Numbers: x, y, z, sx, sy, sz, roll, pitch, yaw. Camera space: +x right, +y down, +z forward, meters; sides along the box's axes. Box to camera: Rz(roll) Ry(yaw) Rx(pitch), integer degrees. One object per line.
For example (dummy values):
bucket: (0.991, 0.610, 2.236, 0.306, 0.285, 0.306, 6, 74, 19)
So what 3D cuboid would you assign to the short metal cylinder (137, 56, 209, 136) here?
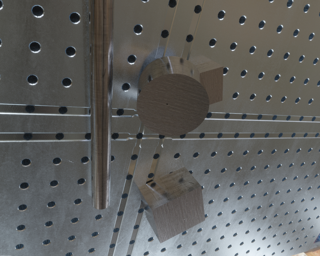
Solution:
short metal cylinder: (0.014, -0.037, 0.363, 0.081, 0.050, 0.079, -1, 124, -2)

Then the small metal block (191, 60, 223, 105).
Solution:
small metal block: (0.055, -0.056, 0.408, 0.050, 0.025, 0.050, -19, 126, -18)

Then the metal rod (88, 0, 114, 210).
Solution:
metal rod: (-0.068, -0.024, 0.359, 0.025, 0.025, 0.298, -9, 122, -24)

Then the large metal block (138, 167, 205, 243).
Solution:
large metal block: (0.020, 0.119, 0.482, 0.081, 0.050, 0.080, -22, 127, -15)
